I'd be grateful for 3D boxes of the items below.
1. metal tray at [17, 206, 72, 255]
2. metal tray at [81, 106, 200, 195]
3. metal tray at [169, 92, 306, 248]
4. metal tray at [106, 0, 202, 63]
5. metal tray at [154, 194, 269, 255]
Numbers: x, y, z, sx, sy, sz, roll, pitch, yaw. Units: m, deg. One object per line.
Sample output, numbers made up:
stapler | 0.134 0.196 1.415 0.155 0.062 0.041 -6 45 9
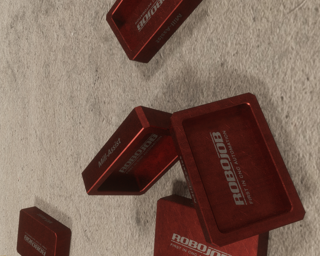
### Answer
metal tray | -0.220 0.212 0.580 0.130 0.030 0.089 13 98 39
metal tray | -0.024 0.035 0.377 0.129 0.091 0.030 -48 50 29
metal tray | 0.070 0.038 0.303 0.091 0.030 0.129 -15 73 -7
metal tray | -0.010 -0.161 0.407 0.129 0.030 0.090 -43 64 31
metal tray | 0.053 0.136 0.357 0.130 0.030 0.089 7 94 39
